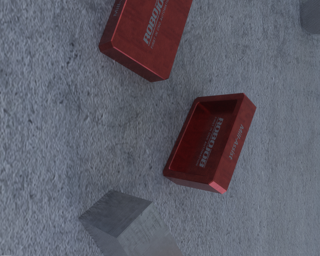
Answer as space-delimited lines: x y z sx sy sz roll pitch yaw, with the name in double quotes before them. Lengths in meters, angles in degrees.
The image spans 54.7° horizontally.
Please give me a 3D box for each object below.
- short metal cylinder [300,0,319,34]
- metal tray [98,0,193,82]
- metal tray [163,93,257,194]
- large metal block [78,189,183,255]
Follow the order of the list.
"short metal cylinder" 0.351 -0.243 0.662 0.050 0.080 0.079 -15 100 -39
"metal tray" -0.013 -0.135 0.390 0.090 0.030 0.130 27 73 -37
"metal tray" 0.066 0.017 0.417 0.030 0.090 0.130 39 67 -34
"large metal block" -0.033 0.121 0.342 0.050 0.080 0.080 -40 115 -33
